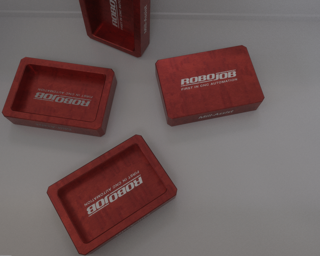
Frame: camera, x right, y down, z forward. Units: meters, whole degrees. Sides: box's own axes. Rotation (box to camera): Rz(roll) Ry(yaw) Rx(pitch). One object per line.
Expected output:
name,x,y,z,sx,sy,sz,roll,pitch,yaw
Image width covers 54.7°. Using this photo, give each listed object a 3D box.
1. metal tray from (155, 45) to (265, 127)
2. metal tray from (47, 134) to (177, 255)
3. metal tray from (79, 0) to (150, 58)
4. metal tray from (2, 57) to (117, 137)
metal tray,0.066,-0.059,0.429,0.131,0.030,0.090,-11,70,-4
metal tray,-0.056,0.079,0.377,0.131,0.030,0.090,-31,73,-11
metal tray,-0.060,-0.159,0.410,0.090,0.130,0.030,24,66,8
metal tray,-0.132,-0.043,0.421,0.131,0.030,0.090,8,70,3
